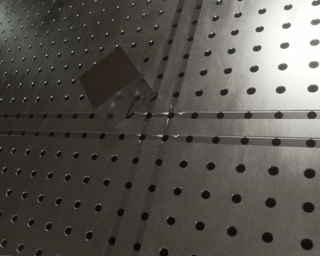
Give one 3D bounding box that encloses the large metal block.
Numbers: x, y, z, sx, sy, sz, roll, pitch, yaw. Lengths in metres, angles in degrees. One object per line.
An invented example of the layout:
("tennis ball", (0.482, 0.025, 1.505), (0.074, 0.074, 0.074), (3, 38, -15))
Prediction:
("large metal block", (-0.065, -0.062, 0.463), (0.080, 0.050, 0.080), (-36, 51, 4))
